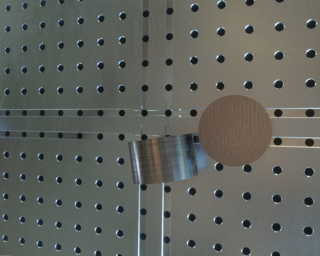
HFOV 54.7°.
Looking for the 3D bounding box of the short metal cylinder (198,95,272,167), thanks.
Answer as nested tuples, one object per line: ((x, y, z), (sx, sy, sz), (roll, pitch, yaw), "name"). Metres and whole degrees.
((0.090, 0.003, 0.367), (0.080, 0.050, 0.079), (0, 90, 19), "short metal cylinder")

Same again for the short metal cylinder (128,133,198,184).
((0.004, 0.037, 0.381), (0.080, 0.080, 0.050), (-9, 87, 19), "short metal cylinder")
